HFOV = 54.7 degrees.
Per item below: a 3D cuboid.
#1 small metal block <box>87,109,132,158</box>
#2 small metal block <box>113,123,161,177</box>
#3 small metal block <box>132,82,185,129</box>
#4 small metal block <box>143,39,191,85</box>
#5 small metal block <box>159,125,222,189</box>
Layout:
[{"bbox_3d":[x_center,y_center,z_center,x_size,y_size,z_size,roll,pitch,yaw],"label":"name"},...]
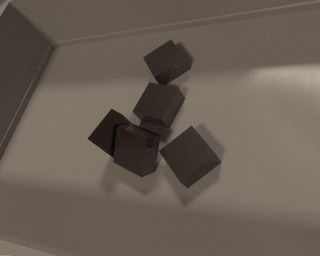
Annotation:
[{"bbox_3d":[-0.058,0.011,0.410,0.025,0.050,0.050,28,77,42],"label":"small metal block"},{"bbox_3d":[-0.030,0.026,0.387,0.050,0.025,0.050,21,112,35],"label":"small metal block"},{"bbox_3d":[-0.001,-0.032,0.425,0.050,0.025,0.050,17,70,34],"label":"small metal block"},{"bbox_3d":[0.009,-0.096,0.458,0.050,0.025,0.050,-32,52,7],"label":"small metal block"},{"bbox_3d":[0.035,0.034,0.366,0.050,0.025,0.050,-38,51,2],"label":"small metal block"}]
